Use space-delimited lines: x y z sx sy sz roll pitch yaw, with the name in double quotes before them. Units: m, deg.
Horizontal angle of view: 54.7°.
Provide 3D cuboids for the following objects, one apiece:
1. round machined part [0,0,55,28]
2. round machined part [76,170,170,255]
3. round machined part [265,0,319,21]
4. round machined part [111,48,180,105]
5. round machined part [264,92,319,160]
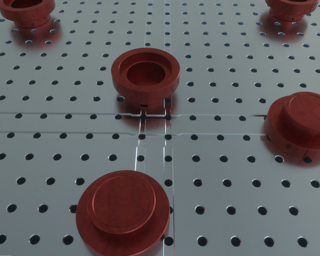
"round machined part" -0.247 -0.226 0.583 0.099 0.042 0.098 0 50 0
"round machined part" -0.038 0.085 0.325 0.099 0.042 0.098 0 50 0
"round machined part" 0.256 -0.246 0.607 0.099 0.042 0.098 0 50 0
"round machined part" -0.020 -0.072 0.457 0.099 0.042 0.098 0 50 0
"round machined part" 0.193 -0.010 0.408 0.099 0.042 0.098 0 50 0
